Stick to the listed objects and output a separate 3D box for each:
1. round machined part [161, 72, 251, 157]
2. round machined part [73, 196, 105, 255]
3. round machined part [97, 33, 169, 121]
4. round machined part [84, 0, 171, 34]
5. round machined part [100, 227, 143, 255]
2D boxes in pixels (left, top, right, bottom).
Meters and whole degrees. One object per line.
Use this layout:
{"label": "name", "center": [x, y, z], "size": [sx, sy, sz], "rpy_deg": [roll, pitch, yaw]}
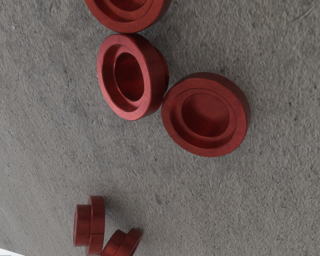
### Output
{"label": "round machined part", "center": [0.054, -0.018, 0.356], "size": [0.098, 0.042, 0.097], "rpy_deg": [13, 124, 21]}
{"label": "round machined part", "center": [-0.122, 0.164, 0.522], "size": [0.042, 0.098, 0.097], "rpy_deg": [5, 129, -18]}
{"label": "round machined part", "center": [-0.028, -0.061, 0.359], "size": [0.098, 0.042, 0.097], "rpy_deg": [23, 124, 41]}
{"label": "round machined part", "center": [-0.031, -0.151, 0.318], "size": [0.098, 0.042, 0.097], "rpy_deg": [13, 124, 21]}
{"label": "round machined part", "center": [-0.071, 0.214, 0.530], "size": [0.042, 0.098, 0.097], "rpy_deg": [28, 128, 10]}
